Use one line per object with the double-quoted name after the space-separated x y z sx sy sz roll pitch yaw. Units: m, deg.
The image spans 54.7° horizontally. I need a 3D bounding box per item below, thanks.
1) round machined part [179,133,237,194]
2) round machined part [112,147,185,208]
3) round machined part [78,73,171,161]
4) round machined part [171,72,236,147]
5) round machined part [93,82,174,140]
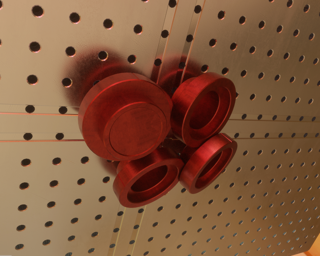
0.063 0.045 0.449 0.099 0.042 0.097 -35 150 -24 "round machined part"
-0.019 0.060 0.417 0.099 0.042 0.097 -24 144 -18 "round machined part"
-0.032 -0.005 0.326 0.099 0.042 0.097 -14 125 -21 "round machined part"
0.050 -0.027 0.401 0.099 0.042 0.097 -28 136 -30 "round machined part"
-0.036 -0.016 0.371 0.099 0.042 0.097 -14 125 -21 "round machined part"
